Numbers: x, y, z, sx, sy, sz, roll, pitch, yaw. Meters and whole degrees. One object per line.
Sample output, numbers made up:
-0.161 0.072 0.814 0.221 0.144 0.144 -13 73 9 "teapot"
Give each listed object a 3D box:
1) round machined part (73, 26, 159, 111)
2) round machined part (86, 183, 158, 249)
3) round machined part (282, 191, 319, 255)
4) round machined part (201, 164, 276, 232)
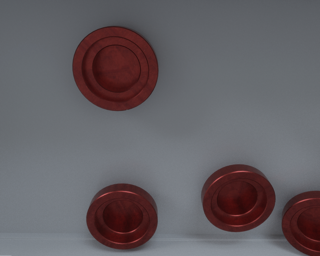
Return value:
-0.051 -0.073 0.375 0.099 0.042 0.097 0 110 -1 "round machined part"
-0.053 0.122 0.447 0.099 0.042 0.097 0 110 -1 "round machined part"
0.227 0.132 0.443 0.098 0.042 0.097 7 112 19 "round machined part"
0.107 0.094 0.439 0.099 0.042 0.097 0 110 -1 "round machined part"
